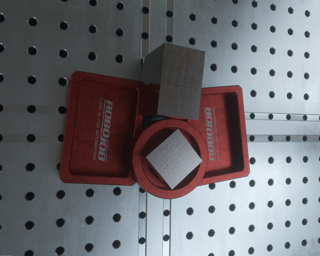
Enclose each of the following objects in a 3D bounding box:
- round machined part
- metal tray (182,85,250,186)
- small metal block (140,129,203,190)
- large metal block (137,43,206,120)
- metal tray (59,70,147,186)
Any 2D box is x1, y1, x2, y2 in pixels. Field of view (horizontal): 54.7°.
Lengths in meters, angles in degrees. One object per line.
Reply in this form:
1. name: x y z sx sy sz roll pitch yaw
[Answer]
1. round machined part: 0.008 0.037 0.392 0.099 0.042 0.097 0 90 -20
2. metal tray: 0.074 0.009 0.433 0.091 0.030 0.129 -7 93 -20
3. small metal block: 0.013 0.036 0.369 0.050 0.025 0.050 -41 103 -15
4. large metal block: 0.011 -0.052 0.383 0.050 0.080 0.080 7 88 -20
5. metal tray: -0.070 0.002 0.380 0.091 0.030 0.129 7 88 -20
